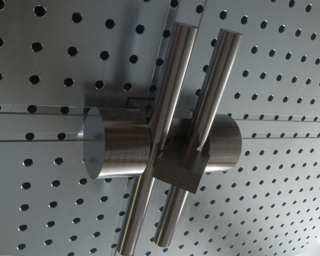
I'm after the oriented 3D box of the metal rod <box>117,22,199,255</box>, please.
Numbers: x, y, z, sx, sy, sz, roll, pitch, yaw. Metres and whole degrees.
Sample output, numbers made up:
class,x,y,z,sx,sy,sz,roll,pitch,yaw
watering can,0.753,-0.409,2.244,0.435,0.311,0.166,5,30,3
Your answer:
class,x,y,z,sx,sy,sz,roll,pitch,yaw
metal rod,-0.010,0.032,0.357,0.025,0.025,0.298,1,118,-29

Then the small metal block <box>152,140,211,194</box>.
class,x,y,z,sx,sy,sz,roll,pitch,yaw
small metal block,0.025,0.042,0.349,0.050,0.050,0.025,20,115,11

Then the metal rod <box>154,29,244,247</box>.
class,x,y,z,sx,sy,sz,roll,pitch,yaw
metal rod,0.039,0.031,0.383,0.025,0.025,0.298,1,118,-29

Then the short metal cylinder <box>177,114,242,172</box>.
class,x,y,z,sx,sy,sz,roll,pitch,yaw
short metal cylinder,0.063,0.020,0.418,0.050,0.080,0.079,1,118,-28

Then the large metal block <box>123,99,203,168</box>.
class,x,y,z,sx,sy,sz,roll,pitch,yaw
large metal block,-0.001,0.012,0.397,0.081,0.050,0.079,1,118,-29

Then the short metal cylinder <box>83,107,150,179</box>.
class,x,y,z,sx,sy,sz,roll,pitch,yaw
short metal cylinder,-0.052,0.017,0.353,0.050,0.080,0.079,1,118,-29
